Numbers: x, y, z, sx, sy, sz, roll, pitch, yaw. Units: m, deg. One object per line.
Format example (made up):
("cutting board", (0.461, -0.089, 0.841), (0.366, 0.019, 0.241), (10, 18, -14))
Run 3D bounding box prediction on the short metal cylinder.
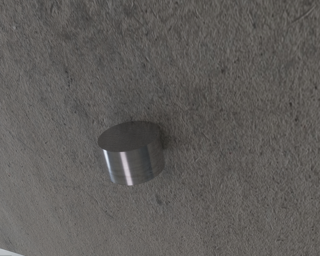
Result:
("short metal cylinder", (-0.037, 0.031, 0.410), (0.080, 0.080, 0.050), (5, 121, 26))
